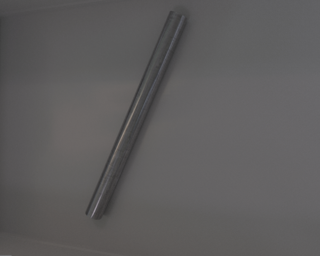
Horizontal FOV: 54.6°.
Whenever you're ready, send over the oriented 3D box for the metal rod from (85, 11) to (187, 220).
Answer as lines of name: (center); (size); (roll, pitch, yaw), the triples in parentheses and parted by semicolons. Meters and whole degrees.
metal rod: (-0.035, -0.011, 0.423); (0.025, 0.025, 0.299); (26, 99, 18)
